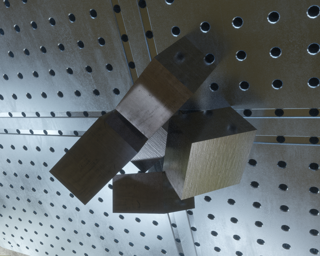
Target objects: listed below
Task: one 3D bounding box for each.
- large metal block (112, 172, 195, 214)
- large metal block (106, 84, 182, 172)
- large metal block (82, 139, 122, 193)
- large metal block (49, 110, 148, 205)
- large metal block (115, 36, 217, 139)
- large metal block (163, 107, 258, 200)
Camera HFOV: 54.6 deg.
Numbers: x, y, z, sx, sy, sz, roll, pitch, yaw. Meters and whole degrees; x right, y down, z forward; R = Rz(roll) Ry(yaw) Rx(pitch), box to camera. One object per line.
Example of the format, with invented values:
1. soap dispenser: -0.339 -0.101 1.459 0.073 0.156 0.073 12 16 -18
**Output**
1. large metal block: -0.008 0.088 0.425 0.080 0.080 0.050 -9 78 32
2. large metal block: -0.019 0.000 0.407 0.080 0.050 0.080 43 129 -2
3. large metal block: -0.085 0.038 0.443 0.050 0.080 0.080 44 129 -2
4. large metal block: -0.061 0.026 0.343 0.050 0.080 0.080 44 104 -2
5. large metal block: 0.008 -0.046 0.344 0.050 0.080 0.080 43 129 -2
6. large metal block: 0.054 0.027 0.355 0.050 0.081 0.079 -127 35 -47
